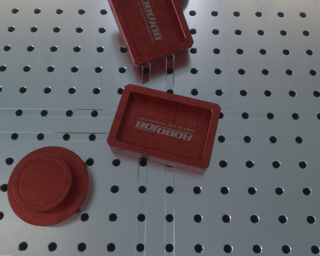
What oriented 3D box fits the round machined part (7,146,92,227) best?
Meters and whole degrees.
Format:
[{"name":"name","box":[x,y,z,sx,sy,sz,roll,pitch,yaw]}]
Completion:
[{"name":"round machined part","box":[-0.136,0.069,0.377,0.099,0.042,0.098,0,70,0]}]

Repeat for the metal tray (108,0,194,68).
[{"name":"metal tray","box":[-0.017,-0.162,0.441,0.091,0.030,0.129,-22,95,-8]}]

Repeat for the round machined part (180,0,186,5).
[{"name":"round machined part","box":[0.001,-0.238,0.489,0.099,0.042,0.098,0,70,0]}]

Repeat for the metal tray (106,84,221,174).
[{"name":"metal tray","box":[0.006,0.000,0.408,0.131,0.030,0.090,13,70,4]}]
